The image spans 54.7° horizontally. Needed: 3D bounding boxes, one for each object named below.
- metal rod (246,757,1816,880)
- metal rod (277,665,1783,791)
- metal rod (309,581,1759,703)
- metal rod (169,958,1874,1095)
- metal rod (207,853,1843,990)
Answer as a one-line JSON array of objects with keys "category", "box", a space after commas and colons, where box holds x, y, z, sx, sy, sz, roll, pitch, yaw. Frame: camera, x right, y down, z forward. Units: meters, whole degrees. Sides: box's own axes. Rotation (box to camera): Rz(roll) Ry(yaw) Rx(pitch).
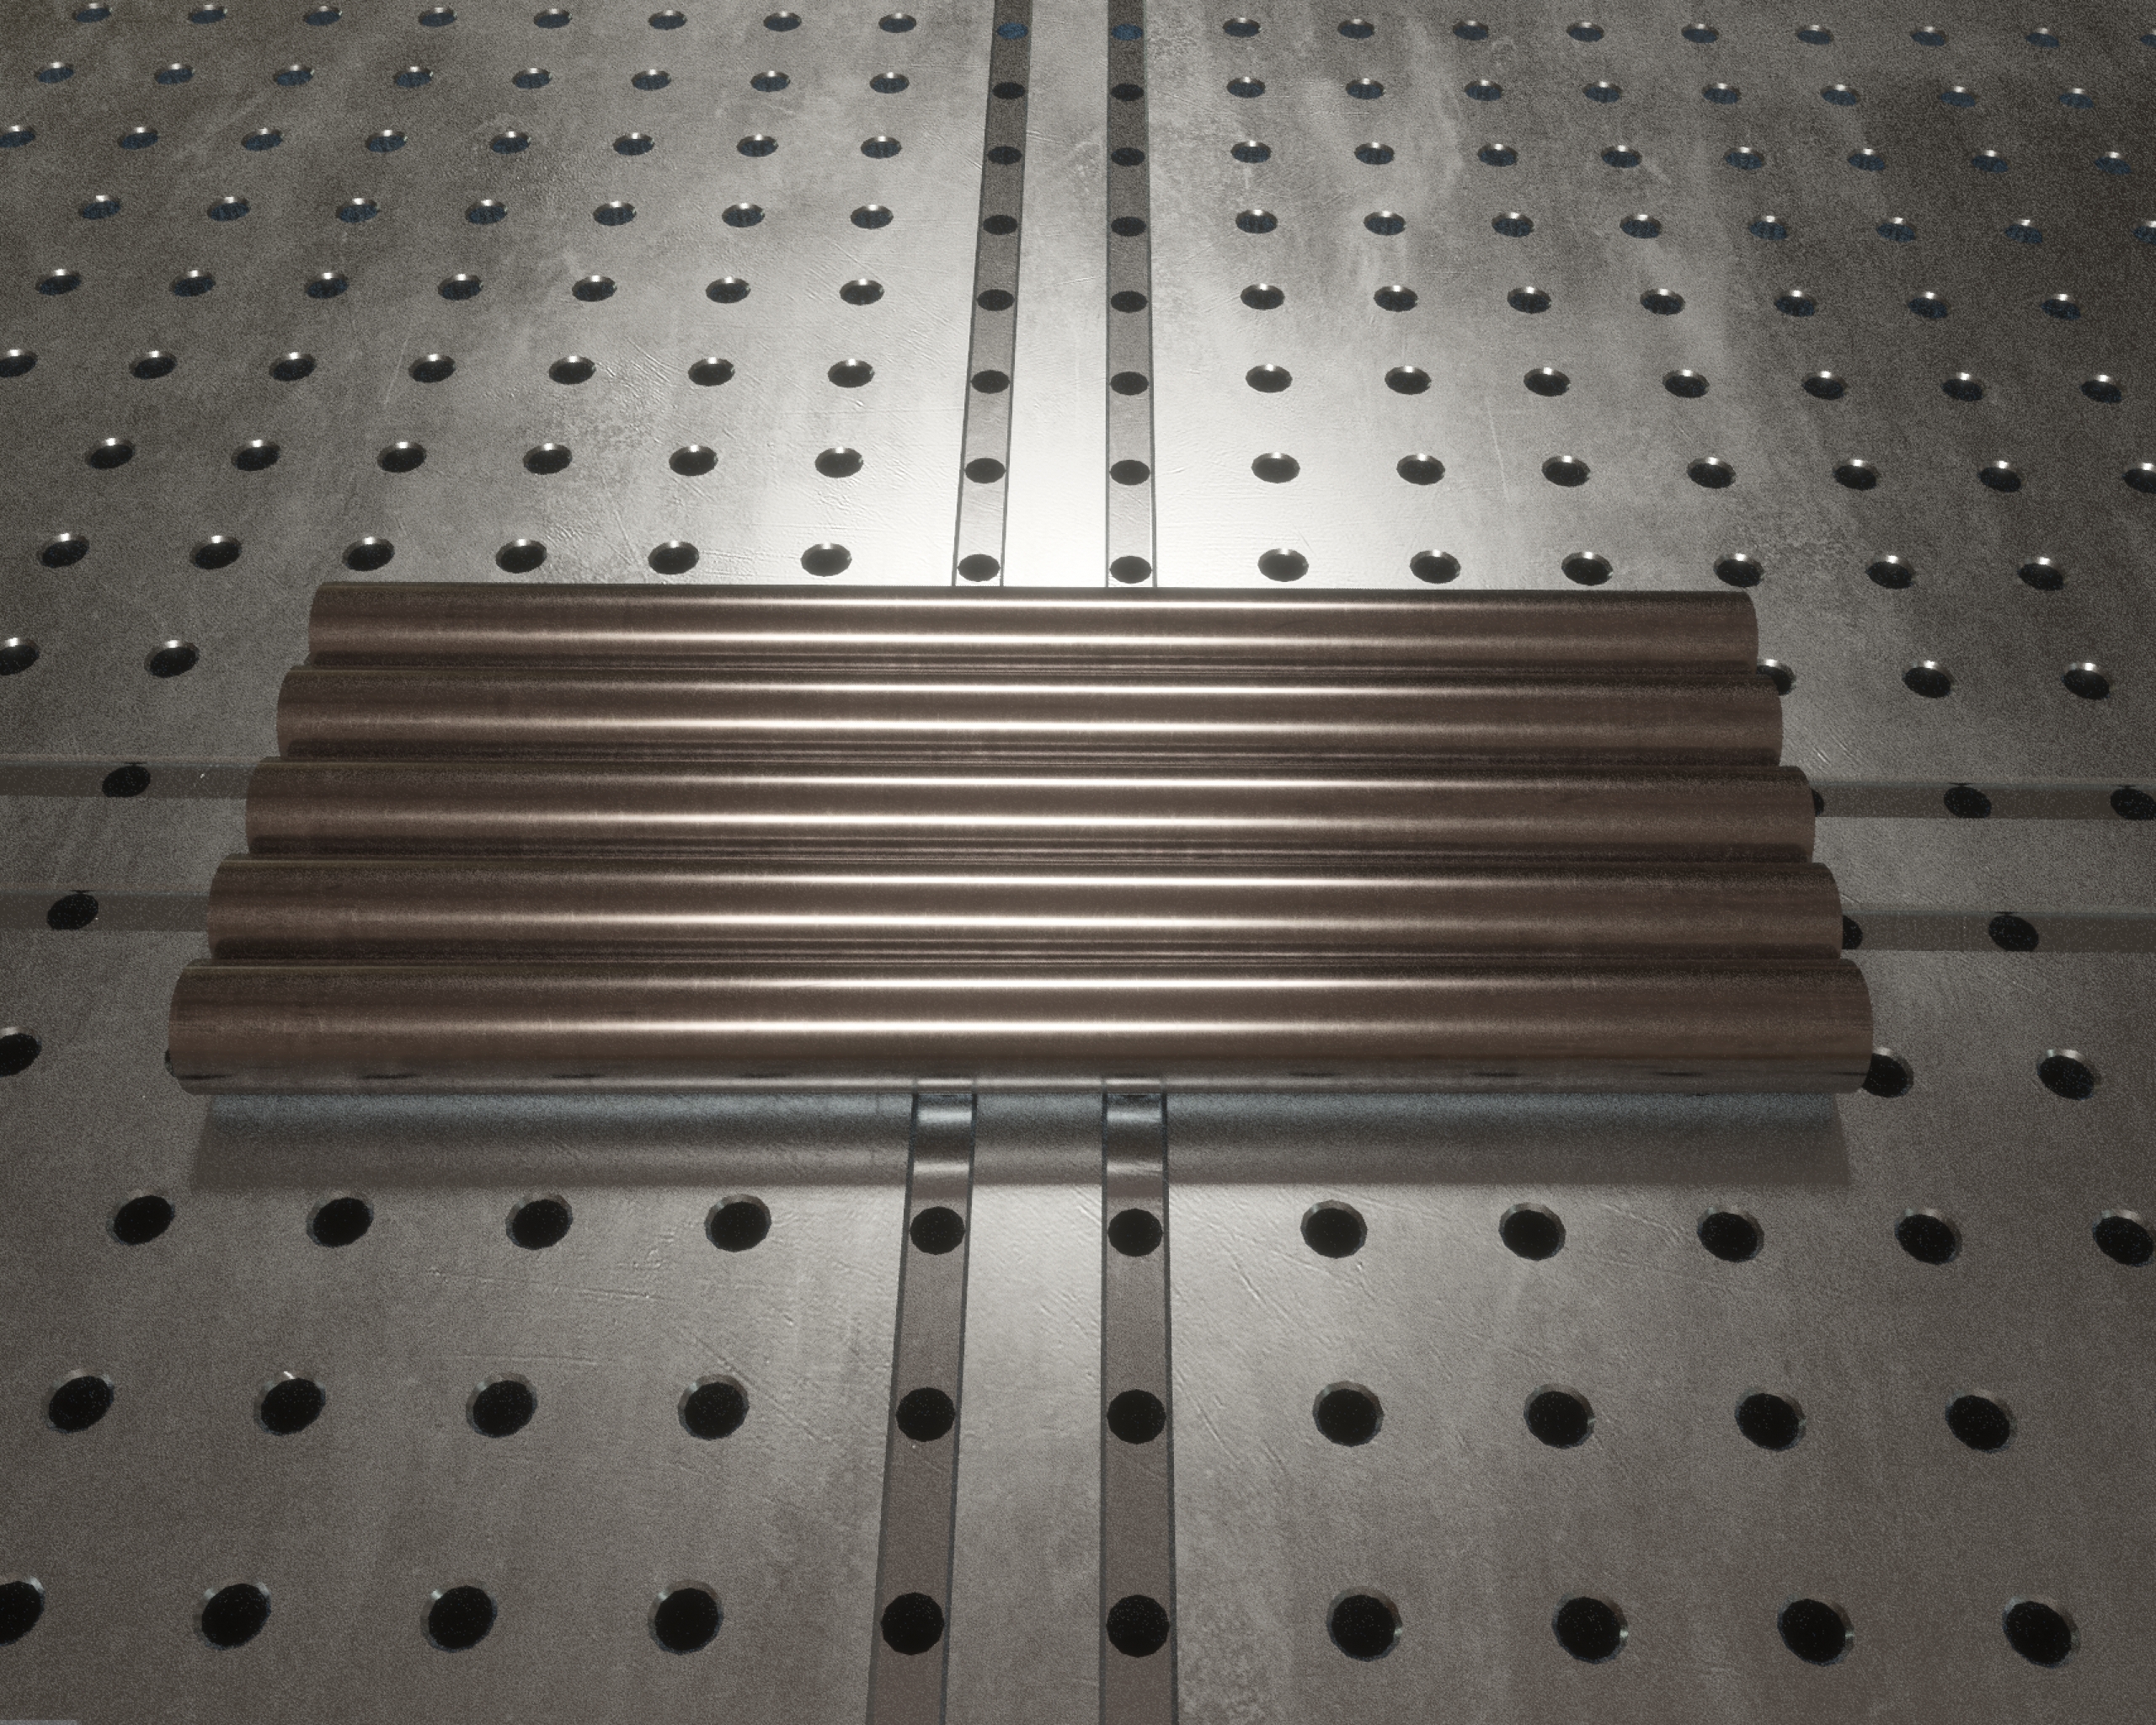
[{"category": "metal rod", "box": [-0.009, -0.008, 0.414, 0.302, 0.025, 0.025, 0, 50, 0]}, {"category": "metal rod", "box": [-0.009, -0.027, 0.430, 0.302, 0.025, 0.025, 0, 50, 0]}, {"category": "metal rod", "box": [-0.009, -0.047, 0.447, 0.302, 0.025, 0.025, 0, 50, 0]}, {"category": "metal rod", "box": [-0.009, 0.030, 0.382, 0.302, 0.025, 0.025, 0, 50, -1]}, {"category": "metal rod", "box": [-0.009, 0.012, 0.397, 0.302, 0.025, 0.025, 0, 50, 0]}]
